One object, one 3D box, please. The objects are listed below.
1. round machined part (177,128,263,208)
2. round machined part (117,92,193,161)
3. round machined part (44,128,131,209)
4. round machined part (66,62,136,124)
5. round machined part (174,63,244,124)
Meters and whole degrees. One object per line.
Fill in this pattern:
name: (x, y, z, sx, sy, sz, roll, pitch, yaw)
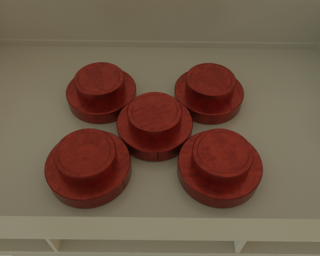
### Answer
round machined part: (0.070, 0.039, 0.361, 0.099, 0.042, 0.098, 0, 50, 0)
round machined part: (-0.007, -0.009, 0.399, 0.099, 0.042, 0.098, 0, 50, 0)
round machined part: (-0.083, 0.039, 0.358, 0.099, 0.042, 0.098, 0, 50, 0)
round machined part: (-0.084, -0.056, 0.438, 0.099, 0.042, 0.098, 0, 50, 0)
round machined part: (0.070, -0.055, 0.440, 0.099, 0.042, 0.098, 0, 50, 0)
